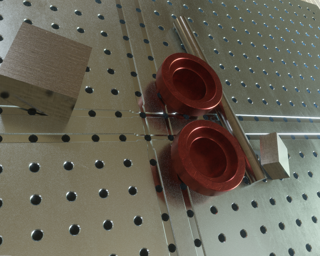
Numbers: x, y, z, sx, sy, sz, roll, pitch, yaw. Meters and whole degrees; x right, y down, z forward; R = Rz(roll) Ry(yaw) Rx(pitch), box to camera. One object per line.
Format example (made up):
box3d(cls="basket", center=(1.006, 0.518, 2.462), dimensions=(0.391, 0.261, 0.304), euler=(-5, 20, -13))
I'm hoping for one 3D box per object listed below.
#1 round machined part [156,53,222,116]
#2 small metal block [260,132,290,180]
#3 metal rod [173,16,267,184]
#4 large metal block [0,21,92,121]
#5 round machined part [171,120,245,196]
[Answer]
box3d(cls="round machined part", center=(0.038, -0.059, 0.454), dimensions=(0.099, 0.042, 0.098), euler=(13, 57, -21))
box3d(cls="small metal block", center=(0.171, 0.042, 0.460), dimensions=(0.050, 0.025, 0.050), euler=(44, 43, -39))
box3d(cls="metal rod", center=(0.087, -0.055, 0.488), dimensions=(0.025, 0.025, 0.299), euler=(-9, 66, -32))
box3d(cls="large metal block", center=(-0.132, -0.064, 0.360), dimensions=(0.081, 0.050, 0.080), euler=(18, 55, -18))
box3d(cls="round machined part", center=(0.058, 0.042, 0.403), dimensions=(0.099, 0.042, 0.098), euler=(14, 56, -21))
